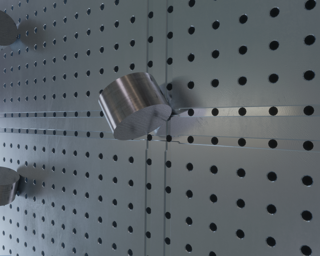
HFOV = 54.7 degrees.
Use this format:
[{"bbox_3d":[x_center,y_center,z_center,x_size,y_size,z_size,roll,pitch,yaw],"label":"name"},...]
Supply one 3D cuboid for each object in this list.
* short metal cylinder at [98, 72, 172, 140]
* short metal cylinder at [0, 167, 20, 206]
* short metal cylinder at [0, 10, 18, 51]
[{"bbox_3d":[-0.032,-0.026,0.400,0.080,0.081,0.050,-42,65,32],"label":"short metal cylinder"},{"bbox_3d":[-0.348,0.123,0.661,0.080,0.081,0.050,29,108,36],"label":"short metal cylinder"},{"bbox_3d":[-0.360,-0.210,0.671,0.050,0.081,0.080,-11,83,39],"label":"short metal cylinder"}]
